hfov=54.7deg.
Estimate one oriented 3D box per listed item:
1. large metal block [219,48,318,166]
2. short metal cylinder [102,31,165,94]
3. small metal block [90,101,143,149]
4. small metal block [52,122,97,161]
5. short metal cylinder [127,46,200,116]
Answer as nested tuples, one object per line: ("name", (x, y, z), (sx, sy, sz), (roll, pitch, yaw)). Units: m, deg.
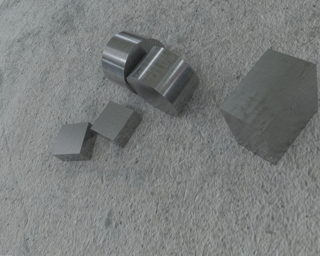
("large metal block", (0.116, -0.020, 0.320), (0.050, 0.080, 0.080), (35, 81, 38))
("short metal cylinder", (-0.035, -0.094, 0.445), (0.050, 0.080, 0.080), (30, 78, 37))
("small metal block", (-0.062, -0.006, 0.440), (0.050, 0.025, 0.050), (23, 74, 36))
("small metal block", (-0.124, 0.021, 0.456), (0.050, 0.025, 0.050), (-5, 59, 25))
("short metal cylinder", (0.004, -0.060, 0.403), (0.080, 0.080, 0.050), (28, 78, 37))
